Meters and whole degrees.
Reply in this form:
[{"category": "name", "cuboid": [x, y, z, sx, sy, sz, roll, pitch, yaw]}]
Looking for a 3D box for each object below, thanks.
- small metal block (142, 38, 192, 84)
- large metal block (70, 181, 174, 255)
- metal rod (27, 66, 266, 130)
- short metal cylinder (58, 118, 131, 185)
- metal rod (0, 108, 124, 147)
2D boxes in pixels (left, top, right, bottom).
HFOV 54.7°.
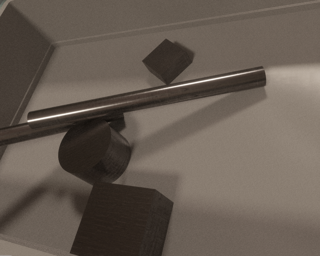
[{"category": "small metal block", "cuboid": [0.010, -0.098, 0.459, 0.050, 0.025, 0.050, -44, 51, -3]}, {"category": "large metal block", "cuboid": [-0.039, 0.109, 0.342, 0.080, 0.050, 0.080, 1, 62, 28]}, {"category": "metal rod", "cuboid": [-0.021, -0.037, 0.394, 0.302, 0.025, 0.025, -10, 56, 6]}, {"category": "short metal cylinder", "cuboid": [-0.086, 0.032, 0.414, 0.080, 0.050, 0.080, -13, 56, 20]}, {"category": "metal rod", "cuboid": [-0.200, 0.009, 0.426, 0.302, 0.025, 0.025, -13, 53, -9]}]
